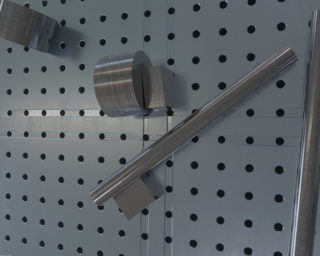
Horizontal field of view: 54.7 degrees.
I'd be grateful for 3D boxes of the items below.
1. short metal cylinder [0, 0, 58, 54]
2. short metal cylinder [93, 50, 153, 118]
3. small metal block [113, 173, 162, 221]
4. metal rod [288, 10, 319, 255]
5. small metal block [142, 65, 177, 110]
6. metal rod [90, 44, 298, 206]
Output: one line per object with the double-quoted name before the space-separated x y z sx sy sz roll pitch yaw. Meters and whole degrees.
"short metal cylinder" -0.198 -0.147 0.453 0.080 0.080 0.050 22 98 18
"short metal cylinder" -0.042 -0.055 0.398 0.050 0.080 0.080 -5 88 20
"small metal block" -0.034 0.089 0.425 0.050 0.025 0.050 -40 78 15
"metal rod" 0.172 0.019 0.351 0.025 0.025 0.298 5 92 20
"small metal block" 0.000 -0.050 0.399 0.025 0.050 0.050 -7 88 20
"metal rod" 0.034 0.002 0.384 0.300 0.025 0.025 -37 78 9
